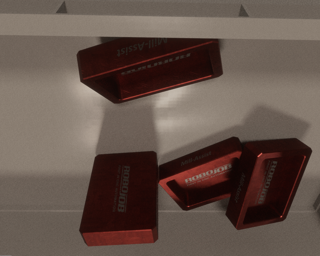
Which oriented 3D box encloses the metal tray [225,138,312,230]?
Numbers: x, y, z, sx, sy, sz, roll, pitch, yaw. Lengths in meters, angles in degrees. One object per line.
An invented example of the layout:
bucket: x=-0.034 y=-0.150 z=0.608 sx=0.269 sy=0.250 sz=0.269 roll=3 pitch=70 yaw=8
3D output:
metal tray: x=0.151 y=0.080 z=0.439 sx=0.091 sy=0.030 sz=0.129 roll=-3 pitch=118 yaw=-21

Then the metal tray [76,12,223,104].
metal tray: x=-0.005 y=-0.065 z=0.318 sx=0.130 sy=0.030 sz=0.090 roll=-14 pitch=167 yaw=11

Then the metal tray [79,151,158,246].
metal tray: x=-0.049 y=0.089 z=0.415 sx=0.091 sy=0.130 sz=0.030 roll=-4 pitch=130 yaw=3

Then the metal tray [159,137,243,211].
metal tray: x=0.074 y=0.073 z=0.469 sx=0.130 sy=0.030 sz=0.090 roll=-24 pitch=127 yaw=18
